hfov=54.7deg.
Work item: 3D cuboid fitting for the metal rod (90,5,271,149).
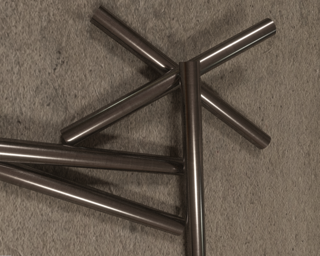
[{"bbox_3d":[0.039,-0.059,0.424,0.301,0.025,0.025,34,79,-17],"label":"metal rod"}]

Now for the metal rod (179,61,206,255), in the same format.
[{"bbox_3d":[0.044,0.067,0.398,0.025,0.025,0.298,-8,104,-20],"label":"metal rod"}]

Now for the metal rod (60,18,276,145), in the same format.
[{"bbox_3d":[0.017,-0.061,0.391,0.301,0.025,0.025,-30,100,-9],"label":"metal rod"}]

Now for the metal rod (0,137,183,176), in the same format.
[{"bbox_3d":[-0.086,0.035,0.364,0.302,0.025,0.025,9,87,-25],"label":"metal rod"}]

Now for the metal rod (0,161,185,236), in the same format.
[{"bbox_3d":[-0.103,0.077,0.371,0.302,0.025,0.025,24,82,-19],"label":"metal rod"}]
